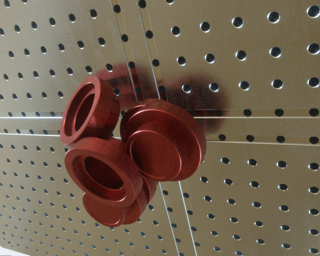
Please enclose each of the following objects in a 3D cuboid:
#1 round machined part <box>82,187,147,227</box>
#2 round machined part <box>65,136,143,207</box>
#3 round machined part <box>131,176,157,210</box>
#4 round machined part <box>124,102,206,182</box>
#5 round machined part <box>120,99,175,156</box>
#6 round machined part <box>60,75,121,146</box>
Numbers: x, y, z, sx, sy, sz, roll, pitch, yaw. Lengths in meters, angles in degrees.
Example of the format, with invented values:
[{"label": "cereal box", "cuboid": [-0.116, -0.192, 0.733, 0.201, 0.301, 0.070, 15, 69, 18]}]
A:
[{"label": "round machined part", "cuboid": [-0.071, 0.104, 0.448, 0.098, 0.042, 0.097, 13, 124, 21]}, {"label": "round machined part", "cuboid": [-0.064, 0.049, 0.382, 0.098, 0.042, 0.097, 17, 134, 19]}, {"label": "round machined part", "cuboid": [-0.058, 0.085, 0.457, 0.098, 0.042, 0.097, 13, 124, 21]}, {"label": "round machined part", "cuboid": [0.000, 0.023, 0.359, 0.098, 0.042, 0.097, 13, 123, 21]}, {"label": "round machined part", "cuboid": [-0.009, 0.016, 0.388, 0.098, 0.042, 0.097, 13, 124, 21]}, {"label": "round machined part", "cuboid": [-0.090, -0.017, 0.413, 0.042, 0.098, 0.098, 26, 138, -35]}]
